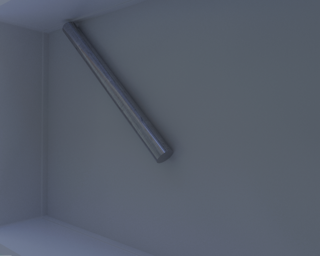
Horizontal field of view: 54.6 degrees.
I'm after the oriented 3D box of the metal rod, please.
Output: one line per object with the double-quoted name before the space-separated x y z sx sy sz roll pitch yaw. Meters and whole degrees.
"metal rod" -0.075 -0.068 0.470 0.300 0.025 0.025 52 121 27
